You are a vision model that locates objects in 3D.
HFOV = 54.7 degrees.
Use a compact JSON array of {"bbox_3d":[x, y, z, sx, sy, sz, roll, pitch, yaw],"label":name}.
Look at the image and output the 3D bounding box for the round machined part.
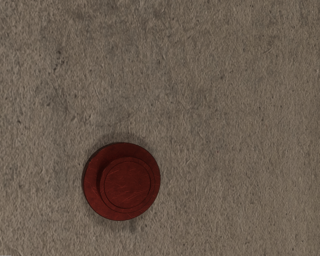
[{"bbox_3d":[-0.045,0.067,0.384,0.099,0.042,0.097,0,90,-21],"label":"round machined part"}]
